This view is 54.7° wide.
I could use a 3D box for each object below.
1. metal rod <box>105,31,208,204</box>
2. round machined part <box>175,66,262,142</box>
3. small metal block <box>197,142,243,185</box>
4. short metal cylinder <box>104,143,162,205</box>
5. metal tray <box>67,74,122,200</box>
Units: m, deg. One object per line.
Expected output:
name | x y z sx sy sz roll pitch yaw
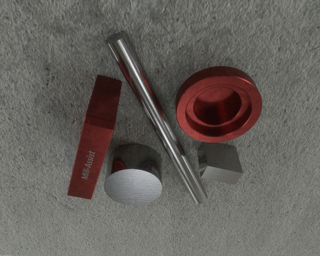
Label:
metal rod | 0.010 0.009 0.417 0.025 0.025 0.299 -18 128 14
round machined part | 0.067 -0.032 0.371 0.099 0.042 0.097 -1 130 0
small metal block | 0.082 0.047 0.430 0.050 0.050 0.025 13 129 -11
short metal cylinder | -0.037 0.068 0.449 0.081 0.050 0.079 0 130 0
metal tray | -0.080 0.013 0.376 0.030 0.090 0.129 14 129 -12
